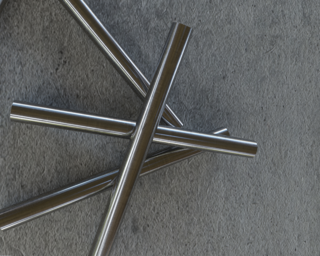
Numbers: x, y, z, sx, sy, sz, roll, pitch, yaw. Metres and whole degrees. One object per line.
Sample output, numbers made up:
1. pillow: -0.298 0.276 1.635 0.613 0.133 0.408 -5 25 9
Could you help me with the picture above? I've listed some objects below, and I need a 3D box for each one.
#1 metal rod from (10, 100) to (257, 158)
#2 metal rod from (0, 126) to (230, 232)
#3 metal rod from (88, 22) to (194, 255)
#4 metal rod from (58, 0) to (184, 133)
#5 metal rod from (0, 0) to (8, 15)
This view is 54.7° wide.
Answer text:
1. metal rod: -0.020 0.005 0.384 0.302 0.025 0.025 9 87 -14
2. metal rod: -0.042 0.056 0.393 0.302 0.025 0.025 -19 97 -19
3. metal rod: -0.026 0.027 0.360 0.025 0.025 0.298 18 99 -19
4. metal rod: -0.071 -0.112 0.382 0.025 0.025 0.300 -43 104 -15
5. metal rod: -0.220 -0.050 0.327 0.025 0.025 0.299 24 82 -19
